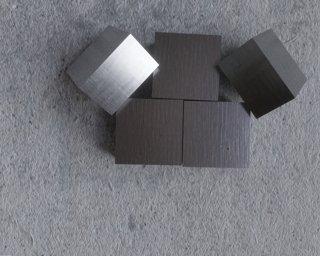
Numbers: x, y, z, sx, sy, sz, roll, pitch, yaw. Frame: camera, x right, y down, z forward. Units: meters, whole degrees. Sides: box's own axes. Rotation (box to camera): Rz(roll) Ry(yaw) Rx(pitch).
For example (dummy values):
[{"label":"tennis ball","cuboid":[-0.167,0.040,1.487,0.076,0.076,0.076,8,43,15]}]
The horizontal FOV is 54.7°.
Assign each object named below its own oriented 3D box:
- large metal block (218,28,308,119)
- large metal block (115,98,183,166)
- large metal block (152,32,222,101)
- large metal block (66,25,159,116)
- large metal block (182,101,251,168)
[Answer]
[{"label":"large metal block","cuboid":[0.128,-0.069,0.379,0.050,0.080,0.080,-35,90,40]},{"label":"large metal block","cuboid":[-0.013,0.004,0.398,0.081,0.050,0.079,1,90,-1]},{"label":"large metal block","cuboid":[0.032,-0.075,0.399,0.081,0.050,0.079,3,90,-1]},{"label":"large metal block","cuboid":[-0.060,-0.073,0.376,0.080,0.080,0.050,-47,125,0]},{"label":"large metal block","cuboid":[0.068,0.008,0.398,0.081,0.050,0.079,1,90,-1]}]
